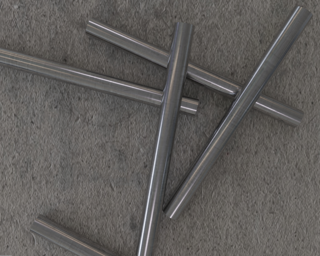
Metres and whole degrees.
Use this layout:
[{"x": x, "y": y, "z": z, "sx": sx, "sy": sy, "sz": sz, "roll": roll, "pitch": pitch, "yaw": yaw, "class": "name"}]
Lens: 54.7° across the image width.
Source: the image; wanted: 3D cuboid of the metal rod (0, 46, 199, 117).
[{"x": -0.098, "y": -0.065, "z": 0.408, "sx": 0.302, "sy": 0.025, "sz": 0.025, "roll": 15, "pitch": 90, "yaw": 0, "class": "metal rod"}]

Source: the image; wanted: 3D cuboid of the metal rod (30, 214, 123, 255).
[{"x": -0.030, "y": 0.194, "z": 0.409, "sx": 0.301, "sy": 0.025, "sz": 0.025, "roll": 27, "pitch": 90, "yaw": 0, "class": "metal rod"}]

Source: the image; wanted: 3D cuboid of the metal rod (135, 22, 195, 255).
[{"x": 0.005, "y": 0.022, "z": 0.391, "sx": 0.025, "sy": 0.025, "sz": 0.298, "roll": 10, "pitch": 97, "yaw": 0, "class": "metal rod"}]

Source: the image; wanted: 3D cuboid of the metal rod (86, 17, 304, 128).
[{"x": 0.045, "y": -0.073, "z": 0.410, "sx": 0.301, "sy": 0.025, "sz": 0.025, "roll": 24, "pitch": 90, "yaw": 0, "class": "metal rod"}]

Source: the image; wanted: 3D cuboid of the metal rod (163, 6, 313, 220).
[{"x": 0.092, "y": -0.012, "z": 0.389, "sx": 0.025, "sy": 0.025, "sz": 0.299, "roll": 32, "pitch": 98, "yaw": 0, "class": "metal rod"}]
